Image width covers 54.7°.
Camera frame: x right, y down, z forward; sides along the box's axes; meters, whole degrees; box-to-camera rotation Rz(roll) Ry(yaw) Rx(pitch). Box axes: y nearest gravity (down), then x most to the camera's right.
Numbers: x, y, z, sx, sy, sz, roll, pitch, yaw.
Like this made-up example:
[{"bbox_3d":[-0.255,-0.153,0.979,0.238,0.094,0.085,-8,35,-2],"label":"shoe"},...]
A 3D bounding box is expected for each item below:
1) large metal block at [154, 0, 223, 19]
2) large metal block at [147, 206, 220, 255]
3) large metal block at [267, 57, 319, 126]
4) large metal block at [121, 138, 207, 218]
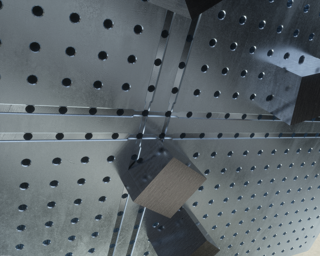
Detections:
[{"bbox_3d":[0.017,-0.158,0.289,0.050,0.080,0.080,-34,129,-6],"label":"large metal block"},{"bbox_3d":[0.038,0.193,0.518,0.080,0.080,0.050,-42,130,1],"label":"large metal block"},{"bbox_3d":[0.224,-0.059,0.484,0.081,0.050,0.079,-15,125,-21],"label":"large metal block"},{"bbox_3d":[0.006,0.073,0.445,0.080,0.050,0.080,-49,129,6],"label":"large metal block"}]
